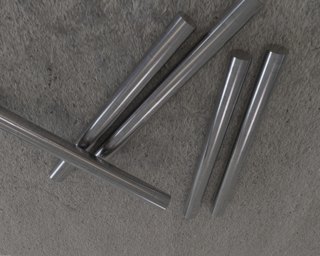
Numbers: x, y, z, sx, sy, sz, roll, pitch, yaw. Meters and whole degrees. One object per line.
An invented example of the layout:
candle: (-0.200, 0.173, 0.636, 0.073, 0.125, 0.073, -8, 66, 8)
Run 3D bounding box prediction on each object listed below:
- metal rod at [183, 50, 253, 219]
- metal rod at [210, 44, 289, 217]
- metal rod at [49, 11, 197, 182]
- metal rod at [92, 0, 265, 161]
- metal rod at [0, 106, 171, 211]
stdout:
metal rod: (0.070, 0.032, 0.435, 0.025, 0.025, 0.298, 5, 130, -5)
metal rod: (0.112, 0.028, 0.431, 0.025, 0.025, 0.298, 4, 130, -4)
metal rod: (-0.063, -0.019, 0.389, 0.025, 0.025, 0.299, 30, 124, -23)
metal rod: (-0.002, -0.038, 0.374, 0.025, 0.025, 0.299, 32, 123, -24)
metal rod: (-0.119, 0.031, 0.401, 0.301, 0.025, 0.025, 30, 124, -12)
